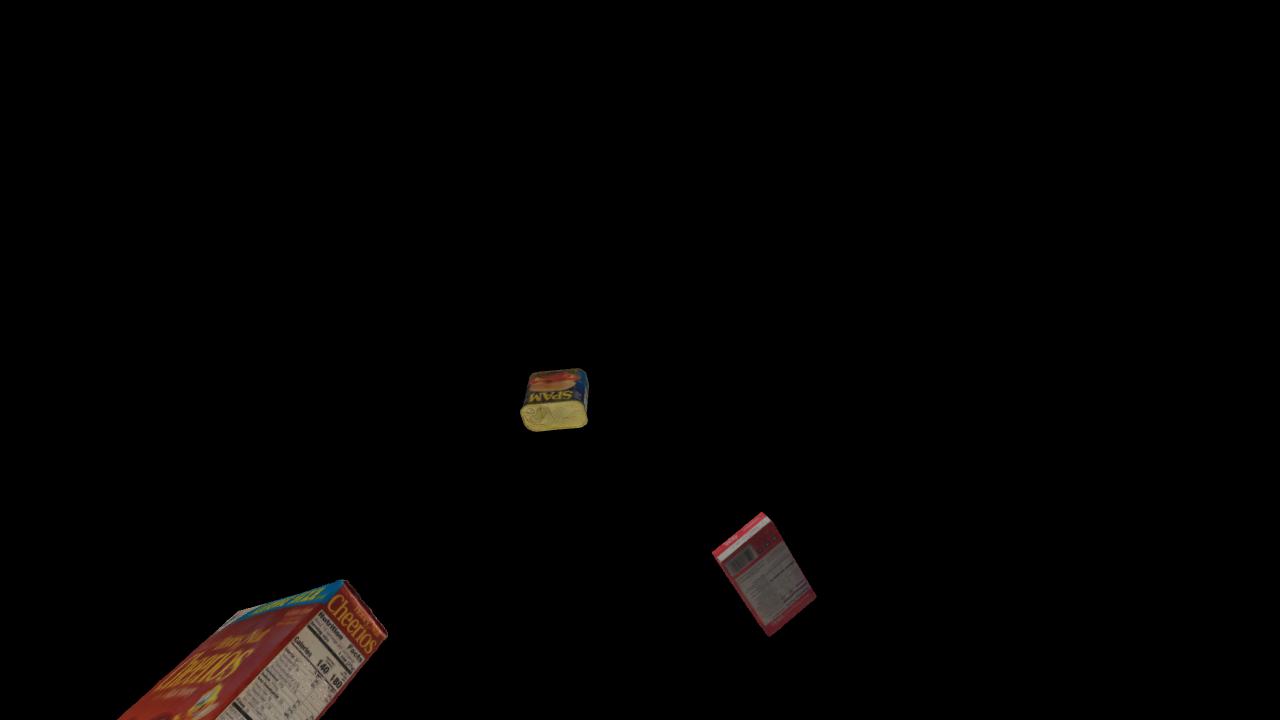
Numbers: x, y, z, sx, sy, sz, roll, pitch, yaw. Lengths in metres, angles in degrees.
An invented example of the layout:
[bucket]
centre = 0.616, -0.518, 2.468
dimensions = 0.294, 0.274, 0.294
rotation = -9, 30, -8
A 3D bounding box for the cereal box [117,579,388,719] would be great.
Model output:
[cereal box]
centre = -0.369, 0.318, 0.471
dimensions = 0.203, 0.081, 0.306
rotation = -23, 17, 30

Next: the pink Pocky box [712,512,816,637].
[pink Pocky box]
centre = 0.160, 0.274, 0.783
dimensions = 0.084, 0.155, 0.029
rotation = -36, 25, -9

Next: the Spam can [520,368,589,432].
[Spam can]
centre = -0.132, 0.062, 0.977
dimensions = 0.101, 0.058, 0.085
rotation = -5, 37, 4
